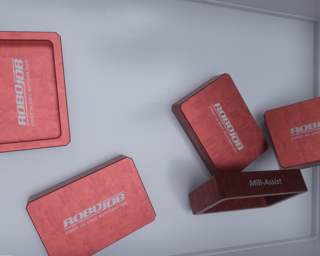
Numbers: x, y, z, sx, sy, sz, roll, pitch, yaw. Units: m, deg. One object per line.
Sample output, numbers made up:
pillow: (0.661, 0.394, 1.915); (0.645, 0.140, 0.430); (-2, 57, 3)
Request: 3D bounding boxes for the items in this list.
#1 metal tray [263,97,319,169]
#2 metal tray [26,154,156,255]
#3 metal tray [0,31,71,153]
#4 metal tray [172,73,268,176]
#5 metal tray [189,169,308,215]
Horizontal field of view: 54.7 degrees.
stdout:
metal tray: (0.224, 0.004, 0.438); (0.130, 0.030, 0.090); (-15, 64, 14)
metal tray: (-0.081, 0.099, 0.379); (0.131, 0.030, 0.090); (-24, 98, -19)
metal tray: (-0.155, -0.040, 0.350); (0.091, 0.030, 0.129); (-6, 92, -20)
metal tray: (0.088, 0.000, 0.442); (0.090, 0.030, 0.130); (-35, 102, -17)
metal tray: (0.116, 0.087, 0.418); (0.131, 0.090, 0.030); (0, 63, -21)
